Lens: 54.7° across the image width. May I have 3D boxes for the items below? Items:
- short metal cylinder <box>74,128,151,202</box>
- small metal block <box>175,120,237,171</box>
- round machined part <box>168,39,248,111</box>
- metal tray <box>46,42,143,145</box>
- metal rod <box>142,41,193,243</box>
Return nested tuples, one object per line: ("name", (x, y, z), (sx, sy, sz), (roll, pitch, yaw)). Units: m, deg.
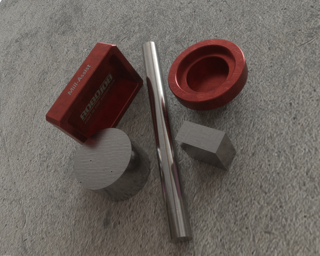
("short metal cylinder", (-0.059, 0.047, 0.390), (0.080, 0.050, 0.080), (-13, 56, 20))
("small metal block", (0.052, 0.020, 0.345), (0.050, 0.050, 0.025), (18, 71, 34))
("round machined part", (0.063, -0.063, 0.399), (0.098, 0.042, 0.098), (-13, 56, 20))
("metal tray", (-0.085, -0.041, 0.432), (0.030, 0.090, 0.130), (20, 72, 35))
("metal rod", (0.003, -0.005, 0.407), (0.025, 0.025, 0.299), (-20, 54, 16))
